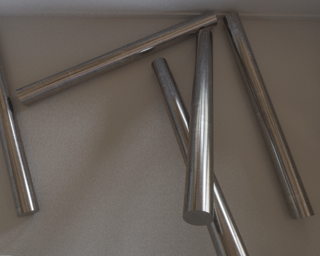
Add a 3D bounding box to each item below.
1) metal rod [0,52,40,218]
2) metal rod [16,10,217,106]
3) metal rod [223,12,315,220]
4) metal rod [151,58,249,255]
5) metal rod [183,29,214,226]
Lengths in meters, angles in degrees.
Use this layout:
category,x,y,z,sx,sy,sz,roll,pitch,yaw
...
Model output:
category,x,y,z,sx,sy,sz,roll,pitch,yaw
metal rod,-0.212,-0.029,0.418,0.025,0.025,0.299,-20,71,-7
metal rod,-0.055,-0.104,0.446,0.302,0.025,0.025,-25,72,-9
metal rod,0.140,-0.030,0.421,0.025,0.025,0.299,-12,70,-4
metal rod,0.032,0.015,0.343,0.025,0.025,0.300,-13,47,-5
metal rod,0.049,-0.032,0.356,0.025,0.025,0.300,7,45,3
